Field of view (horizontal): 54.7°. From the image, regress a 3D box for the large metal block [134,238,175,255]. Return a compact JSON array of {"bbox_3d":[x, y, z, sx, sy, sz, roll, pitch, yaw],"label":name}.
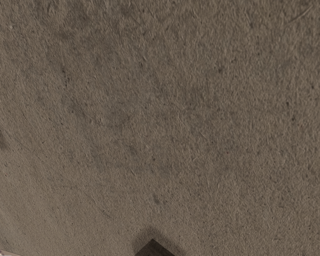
[{"bbox_3d":[-0.010,0.257,0.553,0.080,0.050,0.080,37,129,3],"label":"large metal block"}]
